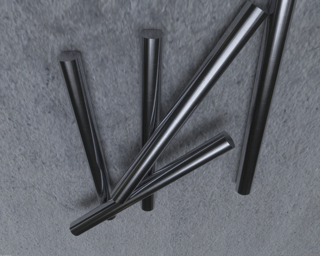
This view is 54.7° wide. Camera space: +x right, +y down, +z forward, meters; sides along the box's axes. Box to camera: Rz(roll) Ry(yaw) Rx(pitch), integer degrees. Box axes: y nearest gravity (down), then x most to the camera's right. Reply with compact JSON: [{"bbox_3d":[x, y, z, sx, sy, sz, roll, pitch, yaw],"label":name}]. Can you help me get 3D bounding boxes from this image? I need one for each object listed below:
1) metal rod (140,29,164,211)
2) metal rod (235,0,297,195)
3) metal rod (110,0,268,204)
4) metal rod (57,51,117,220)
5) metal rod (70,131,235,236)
[{"bbox_3d":[-0.014,0.015,0.419,0.025,0.025,0.298,1,130,-2],"label":"metal rod"},{"bbox_3d":[0.126,-0.017,0.394,0.025,0.025,0.298,-2,130,1],"label":"metal rod"},{"bbox_3d":[0.019,-0.011,0.373,0.025,0.025,0.298,25,118,-20],"label":"metal rod"},{"bbox_3d":[-0.093,0.035,0.435,0.025,0.025,0.298,-2,130,1],"label":"metal rod"},{"bbox_3d":[-0.026,0.090,0.449,0.299,0.025,0.025,-34,123,25],"label":"metal rod"}]
